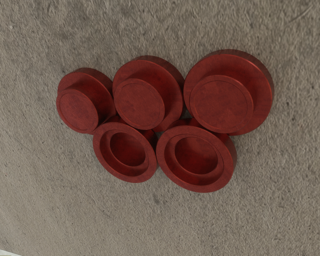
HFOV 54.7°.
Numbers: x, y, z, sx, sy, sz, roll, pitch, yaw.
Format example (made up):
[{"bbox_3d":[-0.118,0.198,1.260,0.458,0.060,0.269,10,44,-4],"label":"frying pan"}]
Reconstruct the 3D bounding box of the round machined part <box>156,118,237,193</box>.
[{"bbox_3d":[0.048,0.030,0.390,0.098,0.042,0.097,13,124,20],"label":"round machined part"}]

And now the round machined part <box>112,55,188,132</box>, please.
[{"bbox_3d":[-0.017,-0.037,0.383,0.098,0.042,0.097,13,124,20],"label":"round machined part"}]

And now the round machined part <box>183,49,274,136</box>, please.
[{"bbox_3d":[0.071,-0.033,0.339,0.098,0.042,0.097,13,124,20],"label":"round machined part"}]

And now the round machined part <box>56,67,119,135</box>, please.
[{"bbox_3d":[-0.104,-0.031,0.431,0.098,0.042,0.097,13,124,20],"label":"round machined part"}]

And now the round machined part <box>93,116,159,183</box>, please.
[{"bbox_3d":[-0.041,0.026,0.433,0.098,0.042,0.097,13,124,20],"label":"round machined part"}]
